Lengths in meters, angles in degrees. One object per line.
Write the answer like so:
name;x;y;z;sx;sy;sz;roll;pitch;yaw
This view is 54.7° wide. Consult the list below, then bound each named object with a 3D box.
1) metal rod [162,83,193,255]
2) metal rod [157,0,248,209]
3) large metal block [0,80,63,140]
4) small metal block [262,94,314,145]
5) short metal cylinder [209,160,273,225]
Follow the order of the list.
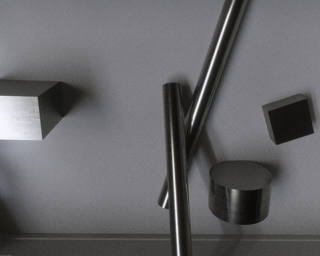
metal rod;0.023;0.093;0.377;0.025;0.025;0.298;-3;83;1
metal rod;0.050;-0.024;0.403;0.025;0.025;0.298;15;109;-6
large metal block;-0.170;-0.024;0.371;0.081;0.080;0.050;1;110;-1
small metal block;0.169;-0.011;0.410;0.050;0.025;0.050;-19;109;6
short metal cylinder;0.106;0.084;0.414;0.081;0.080;0.050;-2;110;0
